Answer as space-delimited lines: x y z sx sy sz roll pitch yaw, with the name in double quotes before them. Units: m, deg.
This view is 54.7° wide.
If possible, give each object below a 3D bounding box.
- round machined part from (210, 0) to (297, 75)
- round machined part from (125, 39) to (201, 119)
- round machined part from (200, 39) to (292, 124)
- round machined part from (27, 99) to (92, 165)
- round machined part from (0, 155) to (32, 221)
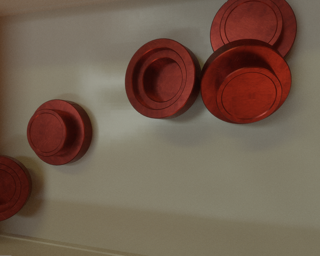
"round machined part" 0.107 -0.114 0.363 0.098 0.042 0.097 0 90 19
"round machined part" 0.008 -0.059 0.392 0.098 0.042 0.097 -1 88 29
"round machined part" 0.095 -0.044 0.342 0.099 0.042 0.097 2 124 3
"round machined part" -0.153 0.006 0.454 0.098 0.042 0.097 0 90 19
"round machined part" -0.247 0.089 0.472 0.099 0.042 0.097 0 89 -10
